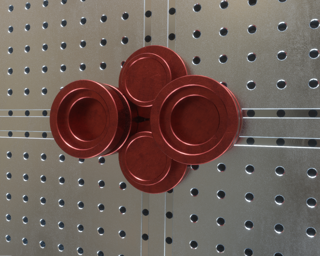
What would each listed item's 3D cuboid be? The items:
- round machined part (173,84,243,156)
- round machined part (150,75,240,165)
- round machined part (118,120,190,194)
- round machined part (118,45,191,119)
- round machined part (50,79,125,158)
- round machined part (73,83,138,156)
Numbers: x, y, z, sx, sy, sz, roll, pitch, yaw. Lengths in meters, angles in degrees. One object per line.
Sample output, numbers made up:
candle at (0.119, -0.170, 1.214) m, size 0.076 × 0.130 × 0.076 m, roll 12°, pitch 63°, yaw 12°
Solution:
round machined part at (0.053, -0.010, 0.384) m, size 0.098 × 0.042 × 0.097 m, roll 0°, pitch 90°, yaw 20°
round machined part at (0.042, -0.009, 0.354) m, size 0.098 × 0.042 × 0.097 m, roll 0°, pitch 90°, yaw 20°
round machined part at (-0.011, 0.038, 0.407) m, size 0.098 × 0.042 × 0.097 m, roll 0°, pitch 90°, yaw 20°
round machined part at (-0.011, -0.060, 0.407) m, size 0.098 × 0.042 × 0.097 m, roll 0°, pitch 90°, yaw 20°
round machined part at (-0.089, -0.011, 0.401) m, size 0.098 × 0.042 × 0.097 m, roll 0°, pitch 90°, yaw 20°
round machined part at (-0.075, -0.011, 0.430) m, size 0.098 × 0.042 × 0.097 m, roll 0°, pitch 90°, yaw 20°
